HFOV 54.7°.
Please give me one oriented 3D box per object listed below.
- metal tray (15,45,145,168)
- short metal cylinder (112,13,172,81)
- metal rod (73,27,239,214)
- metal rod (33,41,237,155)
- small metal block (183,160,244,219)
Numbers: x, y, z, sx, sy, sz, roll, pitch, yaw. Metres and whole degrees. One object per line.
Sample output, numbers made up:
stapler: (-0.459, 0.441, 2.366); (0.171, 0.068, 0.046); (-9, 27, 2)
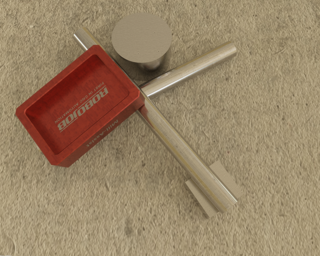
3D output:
metal tray: (-0.096, -0.026, 0.374); (0.130, 0.030, 0.090); (-40, 74, -2)
short metal cylinder: (-0.024, -0.113, 0.436); (0.081, 0.050, 0.080); (0, 70, 0)
metal rod: (-0.015, -0.020, 0.390); (0.025, 0.025, 0.300); (-37, 75, -13)
metal rod: (-0.026, -0.046, 0.426); (0.302, 0.025, 0.025); (-28, 73, -10)
small metal block: (0.065, 0.076, 0.382); (0.050, 0.025, 0.050); (-32, 73, -11)
